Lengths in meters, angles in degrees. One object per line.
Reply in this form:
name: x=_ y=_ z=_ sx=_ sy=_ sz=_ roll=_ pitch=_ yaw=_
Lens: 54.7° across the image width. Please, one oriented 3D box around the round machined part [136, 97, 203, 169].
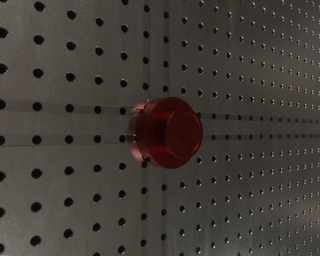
round machined part: x=0.020 y=0.007 z=0.417 sx=0.099 sy=0.042 sz=0.097 roll=0 pitch=90 yaw=-40
